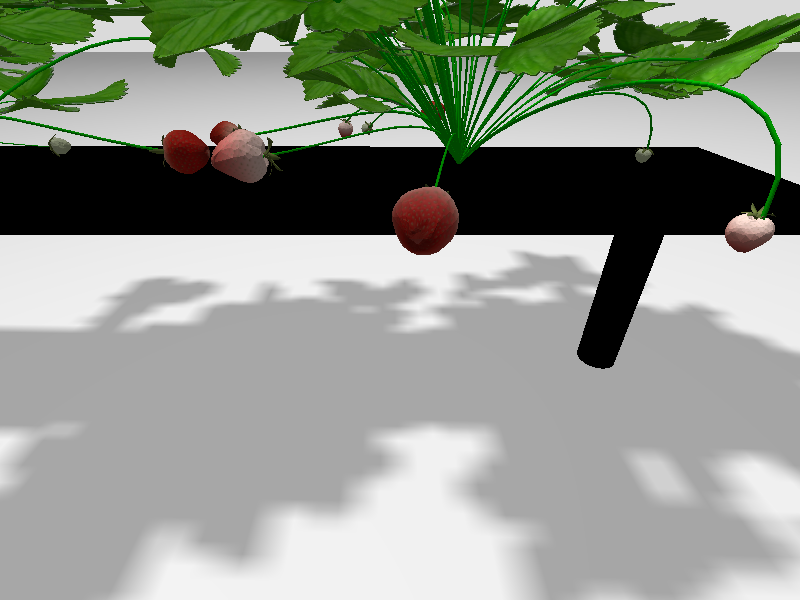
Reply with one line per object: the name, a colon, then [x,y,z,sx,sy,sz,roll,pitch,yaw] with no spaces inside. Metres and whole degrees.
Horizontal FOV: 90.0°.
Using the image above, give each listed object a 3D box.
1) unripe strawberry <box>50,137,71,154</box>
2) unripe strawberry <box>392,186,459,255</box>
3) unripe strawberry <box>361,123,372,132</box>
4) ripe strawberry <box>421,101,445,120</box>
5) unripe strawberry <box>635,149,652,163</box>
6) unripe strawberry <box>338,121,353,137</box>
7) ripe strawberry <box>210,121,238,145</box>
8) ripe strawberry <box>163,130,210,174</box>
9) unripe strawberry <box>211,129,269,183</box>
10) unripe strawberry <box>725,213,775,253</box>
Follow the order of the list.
unripe strawberry: [-0.309,-0.141,0.365,0.014,0.015,0.013,-11,35,-17]
unripe strawberry: [0.011,-0.036,0.191,0.032,0.034,0.035,7,35,11]
unripe strawberry: [-0.037,-0.191,0.444,0.013,0.011,0.013,-21,28,-28]
ripe strawberry: [0.040,-0.232,0.494,0.029,0.025,0.029,-2,26,-3]
unripe strawberry: [0.202,-0.120,0.333,0.012,0.011,0.010,1,33,2]
unripe strawberry: [-0.059,-0.183,0.431,0.017,0.017,0.015,-28,60,-36]
ripe strawberry: [-0.165,-0.154,0.377,0.028,0.027,0.026,7,34,11]
ripe strawberry: [-0.166,-0.117,0.316,0.033,0.033,0.031,4,33,4]
unripe strawberry: [-0.118,-0.105,0.293,0.039,0.038,0.036,-9,34,-13]
unripe strawberry: [0.175,-0.033,0.202,0.018,0.019,0.019,-23,40,-31]
